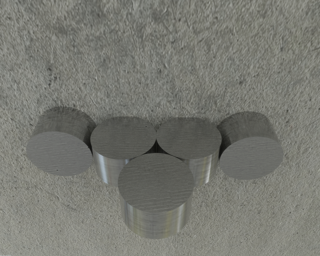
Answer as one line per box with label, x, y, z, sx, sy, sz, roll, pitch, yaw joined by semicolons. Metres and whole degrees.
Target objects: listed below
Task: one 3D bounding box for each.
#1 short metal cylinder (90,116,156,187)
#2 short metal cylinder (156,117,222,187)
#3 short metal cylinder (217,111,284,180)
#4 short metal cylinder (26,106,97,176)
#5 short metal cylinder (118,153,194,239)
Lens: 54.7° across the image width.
short metal cylinder;-0.045;0.029;0.397;0.081;0.080;0.050;0;130;0
short metal cylinder;0.036;0.029;0.398;0.081;0.080;0.050;0;129;0
short metal cylinder;0.116;0.024;0.413;0.081;0.050;0.079;-1;131;0
short metal cylinder;-0.125;0.018;0.406;0.081;0.050;0.079;-1;130;0
short metal cylinder;-0.004;0.074;0.344;0.081;0.080;0.050;1;131;-1
